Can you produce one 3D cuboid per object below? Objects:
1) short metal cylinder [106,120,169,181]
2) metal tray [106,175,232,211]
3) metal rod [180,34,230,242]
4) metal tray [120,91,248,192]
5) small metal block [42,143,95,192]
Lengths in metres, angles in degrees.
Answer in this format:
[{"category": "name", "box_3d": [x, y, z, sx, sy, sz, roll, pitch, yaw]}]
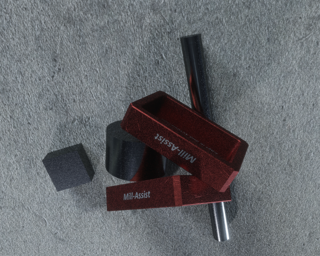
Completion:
[{"category": "short metal cylinder", "box_3d": [-0.027, 0.025, 0.390, 0.081, 0.080, 0.050, 4, 110, -2]}, {"category": "metal tray", "box_3d": [0.007, 0.079, 0.374, 0.091, 0.130, 0.030, 8, 72, -42]}, {"category": "metal rod", "box_3d": [0.065, 0.027, 0.420, 0.025, 0.025, 0.298, -11, 110, 3]}, {"category": "metal tray", "box_3d": [0.032, 0.009, 0.354, 0.130, 0.090, 0.030, 32, 115, 10]}, {"category": "small metal block", "box_3d": [-0.125, 0.054, 0.428, 0.050, 0.025, 0.050, -17, 110, 5]}]
